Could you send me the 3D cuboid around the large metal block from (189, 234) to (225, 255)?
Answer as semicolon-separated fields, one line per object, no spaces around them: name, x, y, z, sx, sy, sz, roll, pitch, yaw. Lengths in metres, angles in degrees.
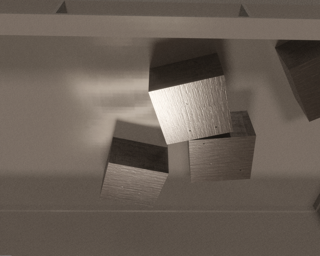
large metal block;0.092;0.265;0.603;0.050;0.080;0.079;6;130;-5

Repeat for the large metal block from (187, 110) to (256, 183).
large metal block;0.079;0.026;0.416;0.080;0.050;0.080;-5;130;3

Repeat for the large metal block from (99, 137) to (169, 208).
large metal block;-0.038;0.066;0.448;0.081;0.050;0.079;12;129;-11

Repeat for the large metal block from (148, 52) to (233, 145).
large metal block;0.037;-0.033;0.365;0.080;0.050;0.080;-12;129;9

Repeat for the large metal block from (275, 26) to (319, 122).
large metal block;0.185;-0.065;0.341;0.080;0.050;0.080;-25;126;19
